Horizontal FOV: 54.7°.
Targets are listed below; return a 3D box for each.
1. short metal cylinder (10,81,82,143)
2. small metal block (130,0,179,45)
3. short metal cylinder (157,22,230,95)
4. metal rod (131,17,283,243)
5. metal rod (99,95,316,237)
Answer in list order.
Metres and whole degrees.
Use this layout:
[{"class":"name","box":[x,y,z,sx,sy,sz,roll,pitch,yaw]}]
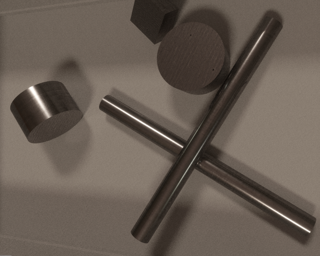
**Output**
[{"class":"short metal cylinder","box":[-0.159,-0.021,0.436,0.080,0.080,0.050,-37,79,16]},{"class":"small metal block","box":[-0.008,-0.146,0.398,0.050,0.025,0.050,47,148,13]},{"class":"short metal cylinder","box":[0.043,-0.083,0.382,0.080,0.050,0.079,0,90,19]},{"class":"metal rod","box":[0.054,0.004,0.368,0.025,0.025,0.299,32,92,17]},{"class":"metal rod","box":[0.046,0.038,0.393,0.300,0.025,0.025,31,100,17]}]
